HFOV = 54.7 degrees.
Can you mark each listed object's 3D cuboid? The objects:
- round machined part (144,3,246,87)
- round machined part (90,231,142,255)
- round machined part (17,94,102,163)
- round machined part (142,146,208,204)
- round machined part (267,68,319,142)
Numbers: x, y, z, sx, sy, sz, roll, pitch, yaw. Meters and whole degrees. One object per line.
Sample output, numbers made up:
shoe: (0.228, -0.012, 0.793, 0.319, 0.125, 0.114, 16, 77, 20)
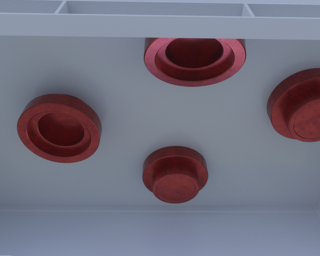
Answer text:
round machined part: (0.034, -0.084, 0.310, 0.099, 0.042, 0.098, 1, 157, 1)
round machined part: (-0.084, 0.236, 0.600, 0.099, 0.042, 0.097, 0, 130, 0)
round machined part: (-0.123, -0.004, 0.394, 0.099, 0.042, 0.097, 0, 130, 0)
round machined part: (0.023, 0.076, 0.463, 0.099, 0.042, 0.097, 0, 130, 0)
round machined part: (0.187, -0.021, 0.382, 0.099, 0.042, 0.097, 0, 130, 0)
